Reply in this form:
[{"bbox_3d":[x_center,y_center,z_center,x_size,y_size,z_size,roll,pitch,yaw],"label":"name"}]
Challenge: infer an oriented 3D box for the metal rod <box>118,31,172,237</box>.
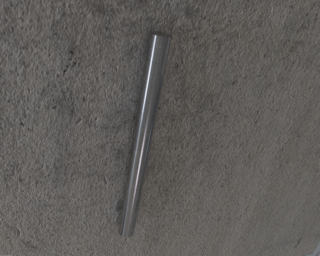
[{"bbox_3d":[-0.025,0.027,0.408,0.025,0.025,0.298,-3,120,-27],"label":"metal rod"}]
